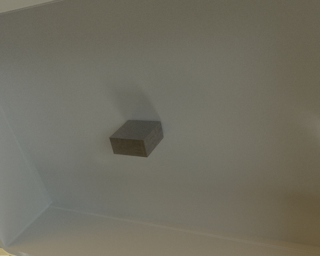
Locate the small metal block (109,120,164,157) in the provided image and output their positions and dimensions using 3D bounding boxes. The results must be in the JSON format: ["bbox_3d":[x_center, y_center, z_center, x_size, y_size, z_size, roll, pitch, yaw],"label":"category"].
[{"bbox_3d":[-0.030,0.013,0.410,0.050,0.050,0.025,3,120,26],"label":"small metal block"}]
